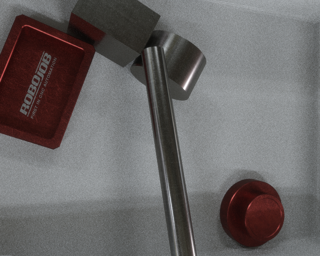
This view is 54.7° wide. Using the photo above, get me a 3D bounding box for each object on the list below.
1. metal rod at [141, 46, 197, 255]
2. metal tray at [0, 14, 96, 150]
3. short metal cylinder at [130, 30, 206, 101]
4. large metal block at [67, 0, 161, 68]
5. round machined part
[{"bbox_3d":[0.014,0.064,0.313,0.025,0.025,0.298,-6,82,-20],"label":"metal rod"},{"bbox_3d":[-0.140,-0.050,0.356,0.091,0.030,0.129,21,83,-19],"label":"metal tray"},{"bbox_3d":[0.010,-0.076,0.386,0.080,0.080,0.050,30,80,-18],"label":"short metal cylinder"},{"bbox_3d":[-0.057,-0.119,0.361,0.080,0.080,0.050,28,81,-18],"label":"large metal block"},{"bbox_3d":[0.142,0.127,0.456,0.099,0.042,0.097,0,90,-21],"label":"round machined part"}]
